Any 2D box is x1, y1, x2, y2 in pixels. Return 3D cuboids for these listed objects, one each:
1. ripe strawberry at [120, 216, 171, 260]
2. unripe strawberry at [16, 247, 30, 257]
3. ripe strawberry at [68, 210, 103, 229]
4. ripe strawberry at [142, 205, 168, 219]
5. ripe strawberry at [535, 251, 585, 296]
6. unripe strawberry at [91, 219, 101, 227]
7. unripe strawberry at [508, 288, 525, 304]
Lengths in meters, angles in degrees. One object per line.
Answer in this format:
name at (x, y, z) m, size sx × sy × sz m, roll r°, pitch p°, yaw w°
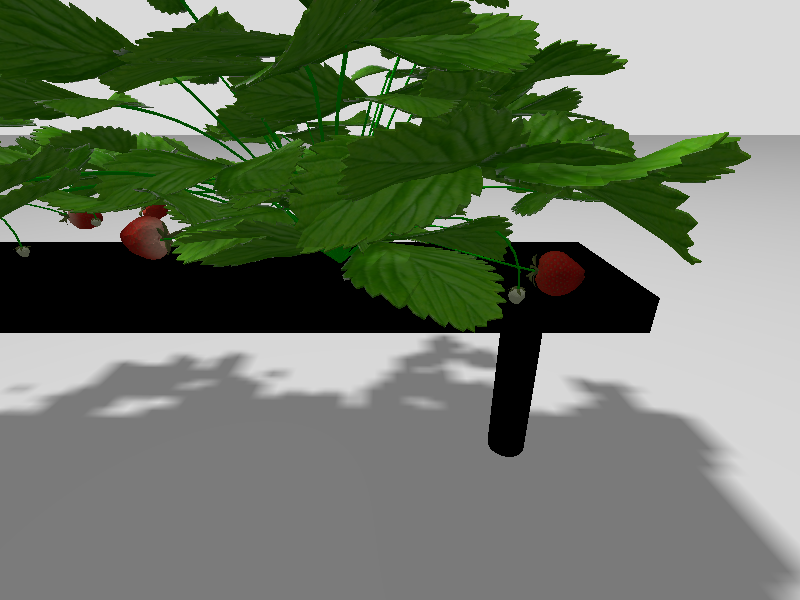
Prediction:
ripe strawberry at (-0.240, -0.058, 0.376) m, size 0.042 × 0.041 × 0.039 m, roll 2°, pitch 24°, yaw 5°
unripe strawberry at (-0.341, -0.043, 0.362) m, size 0.010 × 0.010 × 0.009 m, roll 0°, pitch 24°, yaw 1°
ripe strawberry at (-0.372, -0.098, 0.474) m, size 0.033 × 0.028 × 0.033 m, roll -5°, pitch 21°, yaw -44°
ripe strawberry at (-0.316, -0.117, 0.517) m, size 0.029 × 0.030 × 0.026 m, roll 4°, pitch 15°, yaw -45°
ripe strawberry at (0.120, -0.020, 0.299) m, size 0.034 × 0.033 × 0.032 m, roll 10°, pitch 26°, yaw 19°
unripe strawberry at (-0.353, -0.090, 0.466) m, size 0.010 × 0.010 × 0.009 m, roll -17°, pitch 29°, yaw -33°
unripe strawberry at (0.081, -0.002, 0.277) m, size 0.011 × 0.011 × 0.011 m, roll 16°, pitch 29°, yaw 32°
